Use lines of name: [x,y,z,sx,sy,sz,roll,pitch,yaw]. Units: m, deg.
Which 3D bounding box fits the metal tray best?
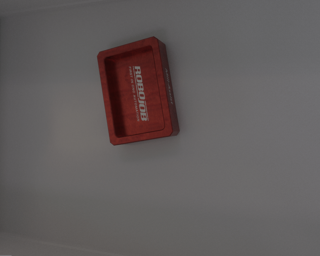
metal tray: [-0.030,-0.047,0.418,0.090,0.030,0.129,-10,87,19]
